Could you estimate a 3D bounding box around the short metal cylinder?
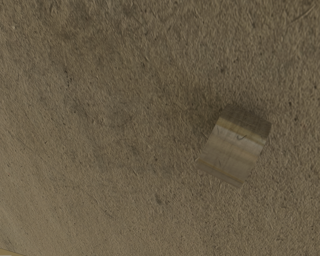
[{"bbox_3d":[0.080,0.019,0.341,0.050,0.080,0.079,27,128,12],"label":"short metal cylinder"}]
